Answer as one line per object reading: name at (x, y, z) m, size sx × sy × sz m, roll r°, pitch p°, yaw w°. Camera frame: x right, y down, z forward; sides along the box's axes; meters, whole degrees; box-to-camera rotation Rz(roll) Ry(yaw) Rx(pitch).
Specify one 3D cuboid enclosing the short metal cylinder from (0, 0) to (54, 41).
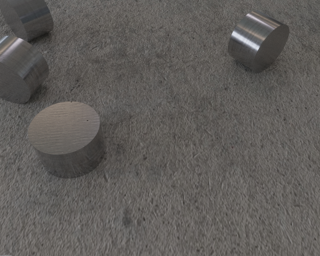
short metal cylinder at (-0.228, -0.194, 0.529) m, size 0.080 × 0.080 × 0.050 m, roll 37°, pitch 59°, yaw 27°

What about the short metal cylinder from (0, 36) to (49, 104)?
short metal cylinder at (-0.206, -0.080, 0.434) m, size 0.080 × 0.080 × 0.050 m, roll 13°, pitch 51°, yaw 10°

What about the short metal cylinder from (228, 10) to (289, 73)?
short metal cylinder at (0.152, -0.133, 0.480) m, size 0.080 × 0.080 × 0.050 m, roll -32°, pitch 57°, yaw -24°

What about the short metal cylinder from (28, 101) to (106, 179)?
short metal cylinder at (-0.110, 0.014, 0.375) m, size 0.080 × 0.050 × 0.080 m, roll 0°, pitch 50°, yaw 0°
